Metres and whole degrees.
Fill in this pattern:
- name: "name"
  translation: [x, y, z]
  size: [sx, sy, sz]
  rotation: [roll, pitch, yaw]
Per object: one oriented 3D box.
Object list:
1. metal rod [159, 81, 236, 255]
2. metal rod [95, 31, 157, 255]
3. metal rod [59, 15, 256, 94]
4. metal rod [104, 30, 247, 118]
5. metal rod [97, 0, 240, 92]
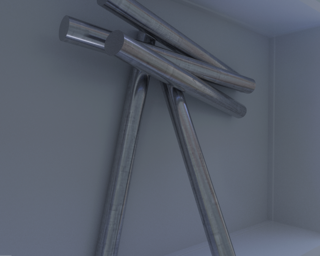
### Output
- name: "metal rod"
  translation: [0.046, 0.055, 0.367]
  size: [0.025, 0.025, 0.299]
  rotation: [2, 64, -40]
- name: "metal rod"
  translation: [-0.040, 0.021, 0.374]
  size: [0.025, 0.025, 0.299]
  rotation: [17, 80, -39]
- name: "metal rod"
  translation: [0.024, -0.081, 0.393]
  size: [0.302, 0.025, 0.025]
  rotation: [7, 86, -39]
- name: "metal rod"
  translation: [0.046, -0.053, 0.404]
  size: [0.302, 0.025, 0.025]
  rotation: [16, 80, -53]
- name: "metal rod"
  translation: [0.044, -0.104, 0.421]
  size: [0.302, 0.025, 0.025]
  rotation: [18, 79, -46]
